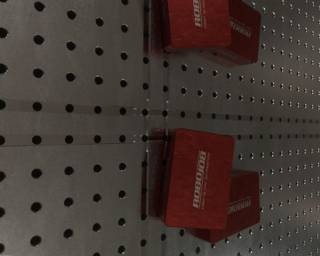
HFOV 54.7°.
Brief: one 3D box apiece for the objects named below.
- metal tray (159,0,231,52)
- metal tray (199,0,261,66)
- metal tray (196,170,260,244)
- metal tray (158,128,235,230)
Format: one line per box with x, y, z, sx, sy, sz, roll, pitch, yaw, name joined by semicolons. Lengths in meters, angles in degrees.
0.047;-0.174;0.426;0.091;0.030;0.129;-7;95;-18;metal tray
0.113;-0.163;0.503;0.131;0.030;0.089;10;84;-40;metal tray
0.113;0.123;0.504;0.131;0.030;0.089;-5;93;-40;metal tray
0.051;0.070;0.430;0.091;0.030;0.129;9;84;-17;metal tray
